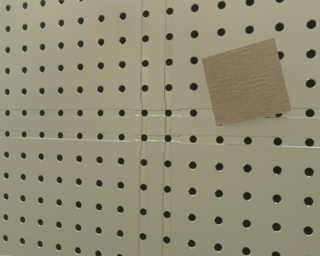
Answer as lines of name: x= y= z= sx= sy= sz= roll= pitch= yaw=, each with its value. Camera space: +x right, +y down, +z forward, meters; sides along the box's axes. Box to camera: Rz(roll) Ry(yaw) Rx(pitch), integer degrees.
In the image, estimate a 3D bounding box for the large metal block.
large metal block: x=0.101 y=-0.049 z=0.363 sx=0.080 sy=0.050 sz=0.080 roll=-13 pitch=86 yaw=19
